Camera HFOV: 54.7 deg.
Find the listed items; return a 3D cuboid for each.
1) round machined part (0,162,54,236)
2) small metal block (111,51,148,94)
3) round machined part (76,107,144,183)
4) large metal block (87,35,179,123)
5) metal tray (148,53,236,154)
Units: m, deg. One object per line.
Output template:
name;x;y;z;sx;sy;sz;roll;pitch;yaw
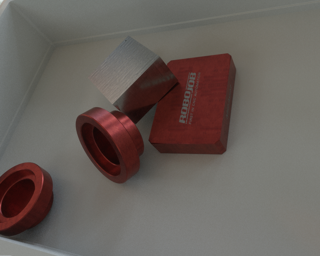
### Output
round machined part;-0.188;0.100;0.425;0.098;0.042;0.098;-14;50;18
small metal block;-0.048;-0.086;0.482;0.050;0.025;0.050;-17;55;18
round machined part;-0.058;0.017;0.386;0.098;0.097;0.042;27;48;37
large metal block;-0.037;-0.065;0.412;0.080;0.050;0.080;-46;47;0
metal tray;0.044;-0.032;0.398;0.090;0.030;0.130;-1;61;27
